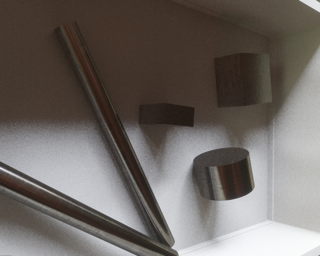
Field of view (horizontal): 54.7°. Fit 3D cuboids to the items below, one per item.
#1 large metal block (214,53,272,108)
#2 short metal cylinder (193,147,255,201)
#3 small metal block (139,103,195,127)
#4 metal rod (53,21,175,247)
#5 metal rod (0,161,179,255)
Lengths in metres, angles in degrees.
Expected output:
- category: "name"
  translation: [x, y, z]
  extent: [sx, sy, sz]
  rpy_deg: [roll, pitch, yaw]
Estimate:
- category: "large metal block"
  translation: [0.137, -0.078, 0.508]
  extent: [0.081, 0.050, 0.079]
  rpy_deg: [-10, 97, -40]
- category: "short metal cylinder"
  translation: [0.093, 0.065, 0.451]
  extent: [0.081, 0.080, 0.050]
  rpy_deg: [-21, 104, -38]
- category: "small metal block"
  translation: [0.008, -0.016, 0.399]
  extent: [0.050, 0.050, 0.025]
  rpy_deg: [5, 87, -40]
- category: "metal rod"
  translation: [-0.046, 0.024, 0.369]
  extent: [0.025, 0.025, 0.299]
  rpy_deg: [-35, 112, -35]
- category: "metal rod"
  translation: [-0.089, 0.088, 0.321]
  extent: [0.301, 0.025, 0.025]
  rpy_deg: [38, 67, -30]
